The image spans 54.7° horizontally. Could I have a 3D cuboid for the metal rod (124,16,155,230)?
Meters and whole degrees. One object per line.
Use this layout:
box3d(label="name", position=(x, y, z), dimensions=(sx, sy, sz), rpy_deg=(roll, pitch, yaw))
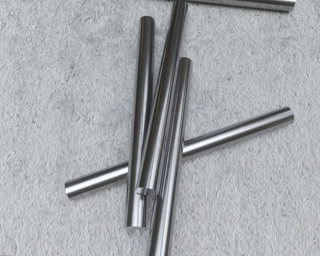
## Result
box3d(label="metal rod", position=(-0.023, -0.026, 0.398), dimensions=(0.025, 0.025, 0.299), rpy_deg=(1, 63, 0))

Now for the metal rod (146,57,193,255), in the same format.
box3d(label="metal rod", position=(0.014, 0.034, 0.365), dimensions=(0.025, 0.025, 0.300), rpy_deg=(8, 59, 3))

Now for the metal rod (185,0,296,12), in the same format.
box3d(label="metal rod", position=(0.056, -0.212, 0.485), dimensions=(0.302, 0.025, 0.025), rpy_deg=(7, 70, 2))

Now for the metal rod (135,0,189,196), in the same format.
box3d(label="metal rod", position=(0.009, -0.060, 0.401), dimensions=(0.025, 0.025, 0.300), rpy_deg=(8, 59, 3))

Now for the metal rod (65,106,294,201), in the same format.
box3d(label="metal rod", position=(0.030, 0.030, 0.397), dimensions=(0.302, 0.025, 0.025), rpy_deg=(-18, 71, -7))
